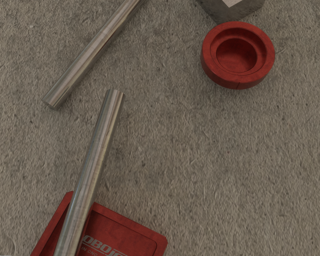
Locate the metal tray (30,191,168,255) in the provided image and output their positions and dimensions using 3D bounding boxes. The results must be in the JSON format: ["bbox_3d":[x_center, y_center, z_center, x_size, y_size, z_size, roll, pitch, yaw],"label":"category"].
[{"bbox_3d":[-0.067,0.140,0.353,0.130,0.030,0.090,24,71,8],"label":"metal tray"}]

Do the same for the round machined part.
[{"bbox_3d":[0.106,-0.097,0.436,0.099,0.042,0.098,0,70,-1],"label":"round machined part"}]

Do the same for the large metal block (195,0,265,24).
[{"bbox_3d":[0.107,-0.211,0.473,0.080,0.050,0.080,-32,74,-11],"label":"large metal block"}]

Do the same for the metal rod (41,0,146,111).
[{"bbox_3d":[-0.070,-0.150,0.461,0.025,0.025,0.300,30,72,10],"label":"metal rod"}]

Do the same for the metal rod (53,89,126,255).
[{"bbox_3d":[-0.089,0.094,0.340,0.025,0.025,0.299,13,70,4],"label":"metal rod"}]
